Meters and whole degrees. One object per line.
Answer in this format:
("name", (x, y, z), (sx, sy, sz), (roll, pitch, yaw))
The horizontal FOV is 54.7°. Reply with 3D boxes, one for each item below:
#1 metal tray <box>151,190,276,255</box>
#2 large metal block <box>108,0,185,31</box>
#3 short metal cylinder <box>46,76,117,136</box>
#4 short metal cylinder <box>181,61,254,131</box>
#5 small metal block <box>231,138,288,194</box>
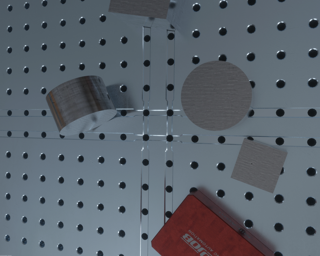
("metal tray", (0.065, 0.154, 0.387), (0.130, 0.030, 0.090), (39, 102, 15))
("large metal block", (-0.012, -0.178, 0.404), (0.080, 0.050, 0.080), (14, 95, 19))
("short metal cylinder", (-0.106, -0.029, 0.421), (0.080, 0.080, 0.050), (-28, 81, 18))
("short metal cylinder", (0.071, -0.037, 0.374), (0.080, 0.050, 0.079), (0, 90, 20))
("small metal block", (0.118, 0.043, 0.371), (0.050, 0.025, 0.050), (19, 96, 19))
